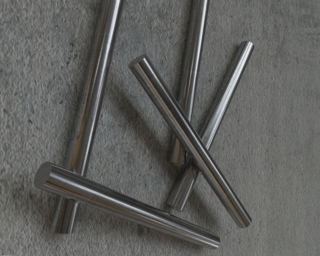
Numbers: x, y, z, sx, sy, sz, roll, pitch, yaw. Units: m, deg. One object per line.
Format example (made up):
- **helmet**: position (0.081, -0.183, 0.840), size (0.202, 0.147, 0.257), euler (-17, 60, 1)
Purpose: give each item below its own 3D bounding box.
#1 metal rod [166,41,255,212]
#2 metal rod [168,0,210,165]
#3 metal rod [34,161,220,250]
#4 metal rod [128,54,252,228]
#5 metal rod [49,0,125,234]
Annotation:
- **metal rod**: position (0.084, -0.015, 0.474), size (0.025, 0.025, 0.300), euler (42, 65, -32)
- **metal rod**: position (0.046, -0.098, 0.442), size (0.025, 0.025, 0.299), euler (15, 80, -39)
- **metal rod**: position (-0.012, 0.107, 0.374), size (0.301, 0.025, 0.025), euler (35, 68, -41)
- **metal rod**: position (0.052, 0.034, 0.414), size (0.025, 0.025, 0.299), euler (-50, 119, -28)
- **metal rod**: position (-0.074, -0.039, 0.342), size (0.025, 0.025, 0.299), euler (18, 79, -39)
